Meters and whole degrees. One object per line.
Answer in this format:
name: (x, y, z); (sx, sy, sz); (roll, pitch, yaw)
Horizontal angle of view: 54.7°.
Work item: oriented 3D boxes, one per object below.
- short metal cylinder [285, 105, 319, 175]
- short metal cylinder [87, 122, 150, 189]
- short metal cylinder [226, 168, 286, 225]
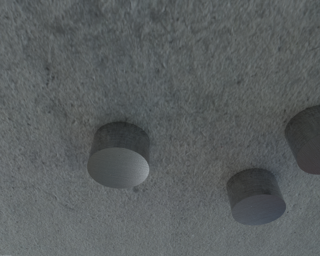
short metal cylinder: (0.213, 0.016, 0.408); (0.081, 0.050, 0.079); (0, 130, 0)
short metal cylinder: (-0.054, 0.038, 0.422); (0.081, 0.050, 0.079); (0, 130, 0)
short metal cylinder: (0.149, 0.109, 0.486); (0.081, 0.050, 0.079); (0, 130, 0)
